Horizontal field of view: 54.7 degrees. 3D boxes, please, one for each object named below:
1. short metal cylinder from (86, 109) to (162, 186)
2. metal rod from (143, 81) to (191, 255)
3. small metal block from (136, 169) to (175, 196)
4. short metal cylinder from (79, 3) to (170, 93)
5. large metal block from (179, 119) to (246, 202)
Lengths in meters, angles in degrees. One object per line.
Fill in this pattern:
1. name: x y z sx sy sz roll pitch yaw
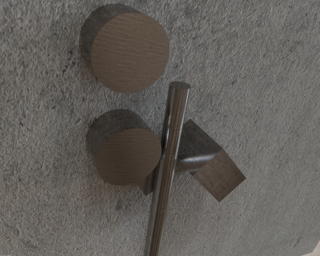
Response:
1. short metal cylinder: -0.045 0.023 0.380 0.081 0.050 0.079 -14 124 -21
2. metal rod: 0.004 0.081 0.426 0.025 0.025 0.298 -6 122 -25
3. small metal block: -0.013 0.060 0.437 0.050 0.025 0.050 -33 129 -7
4. short metal cylinder: -0.037 -0.082 0.319 0.081 0.050 0.079 -14 124 -21
5. large metal block: 0.063 0.045 0.433 0.050 0.080 0.080 -43 130 1
